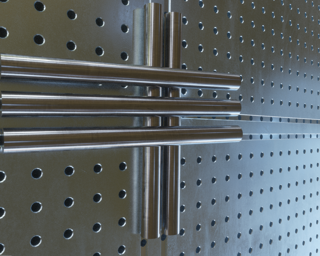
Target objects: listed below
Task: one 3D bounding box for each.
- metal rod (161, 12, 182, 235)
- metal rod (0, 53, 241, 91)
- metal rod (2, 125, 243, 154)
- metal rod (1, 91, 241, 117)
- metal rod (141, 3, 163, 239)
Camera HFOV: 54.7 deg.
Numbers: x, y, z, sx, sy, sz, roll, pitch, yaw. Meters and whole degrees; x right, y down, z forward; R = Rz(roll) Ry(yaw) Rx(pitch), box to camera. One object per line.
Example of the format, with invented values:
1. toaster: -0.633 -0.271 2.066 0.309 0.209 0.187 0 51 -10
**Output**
1. metal rod: 0.016 -0.006 0.425 0.025 0.025 0.298 1 89 -40
2. metal rod: -0.020 -0.062 0.367 0.303 0.025 0.025 -2 92 -32
3. metal rod: -0.018 0.010 0.368 0.303 0.025 0.025 -1 91 -32
4. metal rod: -0.020 -0.026 0.368 0.303 0.025 0.025 -2 91 -32
5. metal rod: -0.010 -0.010 0.403 0.025 0.025 0.298 1 89 -40
